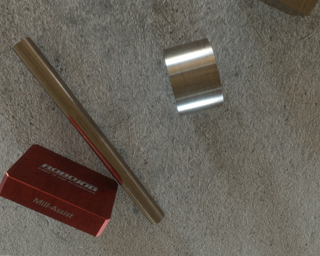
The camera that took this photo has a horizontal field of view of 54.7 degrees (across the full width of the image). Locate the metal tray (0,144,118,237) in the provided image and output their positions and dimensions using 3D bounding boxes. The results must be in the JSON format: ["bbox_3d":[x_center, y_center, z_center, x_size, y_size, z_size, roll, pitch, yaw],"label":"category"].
[{"bbox_3d":[-0.124,0.077,0.402,0.131,0.090,0.030,27,108,-10],"label":"metal tray"}]

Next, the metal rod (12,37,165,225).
[{"bbox_3d":[-0.085,0.016,0.414,0.025,0.025,0.299,-31,107,11],"label":"metal rod"}]

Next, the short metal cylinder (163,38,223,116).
[{"bbox_3d":[0.038,-0.058,0.359,0.050,0.080,0.080,-14,110,5],"label":"short metal cylinder"}]

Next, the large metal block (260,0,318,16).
[{"bbox_3d":[0.137,-0.176,0.333,0.080,0.050,0.079,22,109,-8],"label":"large metal block"}]
